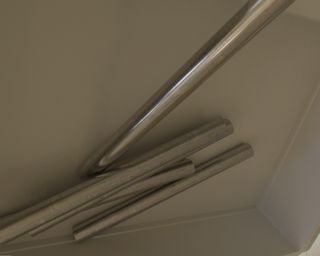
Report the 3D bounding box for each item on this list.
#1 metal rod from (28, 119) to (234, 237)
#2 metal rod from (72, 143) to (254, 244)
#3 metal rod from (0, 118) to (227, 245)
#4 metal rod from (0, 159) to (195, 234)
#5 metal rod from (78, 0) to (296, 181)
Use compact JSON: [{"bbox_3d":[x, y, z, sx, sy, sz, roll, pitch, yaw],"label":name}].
[{"bbox_3d":[-0.026,0.057,0.415,0.302,0.025,0.025,-25,128,-19],"label":"metal rod"},{"bbox_3d":[0.014,0.094,0.476,0.302,0.025,0.025,-24,127,-14],"label":"metal rod"},{"bbox_3d":[-0.044,0.056,0.384,0.302,0.025,0.025,-24,128,-19],"label":"metal rod"},{"bbox_3d":[-0.090,0.095,0.419,0.302,0.025,0.025,-15,125,-21],"label":"metal rod"},{"bbox_3d":[0.000,-0.023,0.315,0.025,0.025,0.299,20,133,-36],"label":"metal rod"}]
